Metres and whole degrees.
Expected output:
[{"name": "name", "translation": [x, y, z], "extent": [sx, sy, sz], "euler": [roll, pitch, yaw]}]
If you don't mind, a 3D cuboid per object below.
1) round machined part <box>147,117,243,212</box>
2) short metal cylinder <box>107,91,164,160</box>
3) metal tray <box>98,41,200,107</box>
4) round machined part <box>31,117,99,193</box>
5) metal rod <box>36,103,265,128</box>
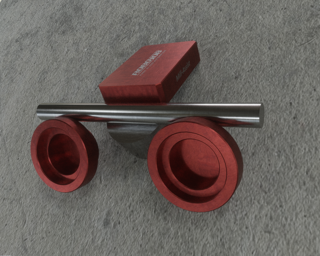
[{"name": "round machined part", "translation": [0.039, 0.035, 0.329], "extent": [0.098, 0.042, 0.097], "euler": [8, 108, 26]}, {"name": "short metal cylinder", "translation": [-0.021, -0.005, 0.403], "extent": [0.080, 0.050, 0.080], "euler": [-13, 56, 20]}, {"name": "metal tray", "translation": [-0.010, -0.075, 0.417], "extent": [0.090, 0.030, 0.131], "euler": [2, 37, 29]}, {"name": "round machined part", "translation": [-0.122, 0.033, 0.415], "extent": [0.098, 0.042, 0.097], "euler": [6, 103, 26]}, {"name": "metal rod", "translation": [-0.034, -0.018, 0.369], "extent": [0.300, 0.025, 0.025], "euler": [2, 63, 29]}]
